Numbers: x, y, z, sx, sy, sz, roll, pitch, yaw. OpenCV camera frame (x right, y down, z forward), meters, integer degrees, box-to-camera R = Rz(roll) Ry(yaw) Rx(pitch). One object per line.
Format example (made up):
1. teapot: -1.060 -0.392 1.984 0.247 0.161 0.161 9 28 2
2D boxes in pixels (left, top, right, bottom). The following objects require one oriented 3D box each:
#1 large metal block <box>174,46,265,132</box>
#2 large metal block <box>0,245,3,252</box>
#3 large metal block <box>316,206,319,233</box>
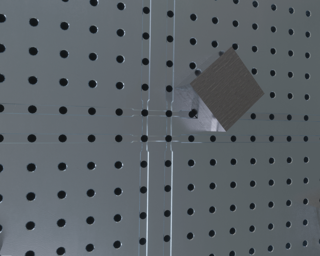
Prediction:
1. large metal block: 0.082 -0.051 0.429 0.080 0.050 0.080 -43 104 -15
2. large metal block: -0.222 0.161 0.318 0.080 0.050 0.080 20 83 -19
3. large metal block: 0.316 0.164 0.515 0.081 0.050 0.080 -13 95 -20
